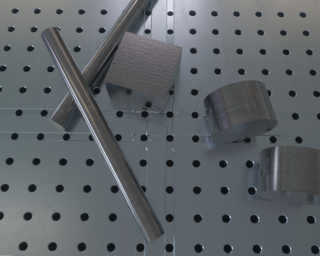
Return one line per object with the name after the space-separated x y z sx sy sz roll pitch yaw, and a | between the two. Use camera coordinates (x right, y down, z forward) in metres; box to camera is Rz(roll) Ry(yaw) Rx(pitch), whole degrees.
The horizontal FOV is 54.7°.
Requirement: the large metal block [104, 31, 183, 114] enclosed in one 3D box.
-0.021 -0.075 0.426 0.080 0.050 0.080 17 71 6 | large metal block

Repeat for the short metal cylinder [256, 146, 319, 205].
0.157 0.057 0.363 0.080 0.080 0.050 9 71 3 | short metal cylinder

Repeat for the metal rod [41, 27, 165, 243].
-0.077 0.001 0.392 0.025 0.025 0.299 -27 79 -10 | metal rod

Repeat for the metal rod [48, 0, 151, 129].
-0.068 -0.130 0.458 0.025 0.025 0.300 26 72 9 | metal rod

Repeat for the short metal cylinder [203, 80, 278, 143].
0.100 -0.018 0.390 0.081 0.080 0.050 -10 71 -4 | short metal cylinder
